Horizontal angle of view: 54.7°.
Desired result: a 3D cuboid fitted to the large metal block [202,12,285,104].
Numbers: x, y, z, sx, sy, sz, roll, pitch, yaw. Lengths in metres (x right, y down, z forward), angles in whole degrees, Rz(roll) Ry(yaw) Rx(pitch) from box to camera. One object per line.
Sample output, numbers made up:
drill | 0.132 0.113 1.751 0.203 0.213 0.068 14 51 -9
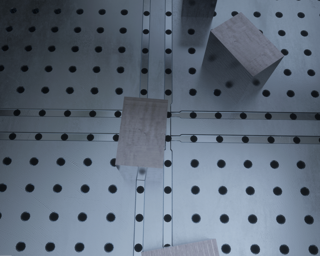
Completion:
large metal block | 0.106 -0.091 0.417 0.050 0.080 0.080 -34 74 -12

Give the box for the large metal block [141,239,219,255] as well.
large metal block | 0.026 0.169 0.337 0.081 0.050 0.080 -9 70 -4

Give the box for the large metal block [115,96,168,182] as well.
large metal block | -0.019 0.017 0.376 0.050 0.080 0.080 4 70 1

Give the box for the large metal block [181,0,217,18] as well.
large metal block | 0.061 -0.226 0.466 0.050 0.080 0.080 3 70 1
